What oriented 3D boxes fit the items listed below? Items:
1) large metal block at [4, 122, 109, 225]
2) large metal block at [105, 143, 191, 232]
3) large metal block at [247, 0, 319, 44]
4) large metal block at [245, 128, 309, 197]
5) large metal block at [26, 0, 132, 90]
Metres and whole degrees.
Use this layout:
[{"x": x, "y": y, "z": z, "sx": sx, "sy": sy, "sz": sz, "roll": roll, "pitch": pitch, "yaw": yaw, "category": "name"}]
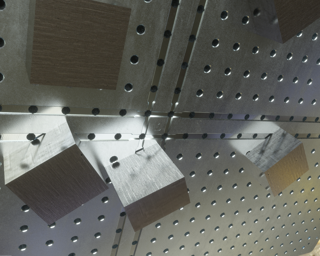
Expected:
[{"x": -0.119, "y": 0.053, "z": 0.362, "sx": 0.080, "sy": 0.050, "sz": 0.080, "roll": -31, "pitch": 129, "yaw": -8, "category": "large metal block"}, {"x": -0.017, "y": 0.076, "z": 0.412, "sx": 0.080, "sy": 0.080, "sz": 0.050, "roll": -24, "pitch": 127, "yaw": -14, "category": "large metal block"}, {"x": 0.156, "y": -0.164, "z": 0.378, "sx": 0.080, "sy": 0.050, "sz": 0.080, "roll": -36, "pitch": 129, "yaw": -4, "category": "large metal block"}, {"x": 0.206, "y": 0.061, "z": 0.544, "sx": 0.080, "sy": 0.050, "sz": 0.080, "roll": -37, "pitch": 129, "yaw": -4, "category": "large metal block"}, {"x": -0.081, "y": -0.086, "z": 0.297, "sx": 0.081, "sy": 0.050, "sz": 0.079, "roll": 1, "pitch": 118, "yaw": -29, "category": "large metal block"}]
